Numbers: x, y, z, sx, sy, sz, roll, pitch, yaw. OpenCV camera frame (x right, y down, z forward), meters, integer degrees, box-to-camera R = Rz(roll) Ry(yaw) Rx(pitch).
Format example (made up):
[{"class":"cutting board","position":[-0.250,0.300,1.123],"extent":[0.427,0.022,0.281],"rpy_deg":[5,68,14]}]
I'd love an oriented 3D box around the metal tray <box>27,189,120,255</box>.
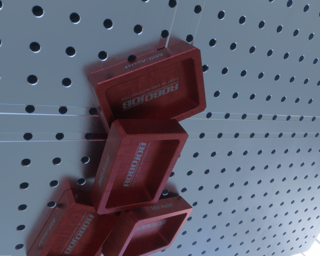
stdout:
[{"class":"metal tray","position":[-0.117,0.153,0.439],"extent":[0.090,0.030,0.129],"rpy_deg":[23,106,-37]}]

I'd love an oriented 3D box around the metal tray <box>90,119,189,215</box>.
[{"class":"metal tray","position":[-0.029,0.049,0.391],"extent":[0.091,0.030,0.129],"rpy_deg":[-1,128,-34]}]

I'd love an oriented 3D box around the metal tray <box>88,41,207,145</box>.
[{"class":"metal tray","position":[-0.010,-0.041,0.378],"extent":[0.131,0.030,0.089],"rpy_deg":[-23,127,-15]}]

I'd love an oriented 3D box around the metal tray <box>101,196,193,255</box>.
[{"class":"metal tray","position":[-0.016,0.154,0.473],"extent":[0.131,0.030,0.089],"rpy_deg":[5,118,-49]}]
